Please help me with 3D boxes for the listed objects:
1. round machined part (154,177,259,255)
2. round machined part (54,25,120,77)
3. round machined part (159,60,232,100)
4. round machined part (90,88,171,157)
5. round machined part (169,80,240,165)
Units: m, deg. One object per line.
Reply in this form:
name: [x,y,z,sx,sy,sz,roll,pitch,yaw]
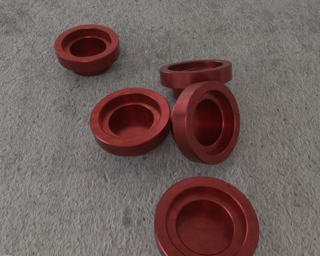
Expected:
round machined part: [0.044,0.101,0.307,0.099,0.042,0.098,0,50,0]
round machined part: [-0.112,-0.119,0.491,0.099,0.042,0.098,0,50,0]
round machined part: [0.050,-0.066,0.430,0.099,0.042,0.098,-5,20,2]
round machined part: [-0.035,-0.003,0.391,0.099,0.042,0.098,-3,49,4]
round machined part: [0.050,-0.007,0.374,0.042,0.098,0.098,1,39,49]
